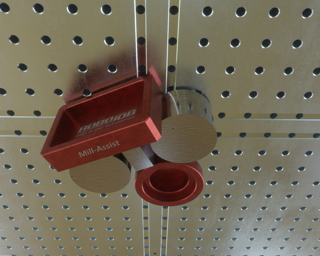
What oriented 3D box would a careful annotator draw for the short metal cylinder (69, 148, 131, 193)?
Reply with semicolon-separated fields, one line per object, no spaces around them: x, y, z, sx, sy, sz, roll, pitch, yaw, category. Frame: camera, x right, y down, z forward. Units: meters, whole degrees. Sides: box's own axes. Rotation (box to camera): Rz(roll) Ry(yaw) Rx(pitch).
-0.079;0.045;0.428;0.081;0.050;0.079;0;130;0;short metal cylinder

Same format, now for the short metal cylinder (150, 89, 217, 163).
0.028;-0.001;0.389;0.081;0.050;0.079;0;130;0;short metal cylinder

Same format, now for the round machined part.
0.013;0.069;0.454;0.099;0.042;0.097;0;130;0;round machined part

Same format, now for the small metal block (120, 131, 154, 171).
-0.030;0.019;0.406;0.025;0.050;0.050;-20;128;16;small metal block

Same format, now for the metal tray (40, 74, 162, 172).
-0.064;-0.007;0.356;0.130;0.090;0.030;-18;128;15;metal tray
